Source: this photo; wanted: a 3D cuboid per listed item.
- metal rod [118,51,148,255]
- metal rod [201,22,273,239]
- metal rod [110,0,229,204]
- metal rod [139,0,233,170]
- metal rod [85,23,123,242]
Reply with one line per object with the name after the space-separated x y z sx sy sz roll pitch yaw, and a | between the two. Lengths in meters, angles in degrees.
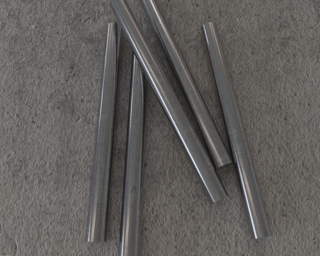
-0.032 0.031 0.396 0.025 0.025 0.299 2 70 0 | metal rod
0.096 -0.011 0.412 0.025 0.025 0.299 -8 70 -3 | metal rod
0.007 -0.045 0.405 0.025 0.025 0.299 -25 79 -9 | metal rod
0.028 -0.083 0.438 0.025 0.025 0.299 -19 71 -7 | metal rod
-0.071 -0.009 0.410 0.025 0.025 0.299 1 70 0 | metal rod
